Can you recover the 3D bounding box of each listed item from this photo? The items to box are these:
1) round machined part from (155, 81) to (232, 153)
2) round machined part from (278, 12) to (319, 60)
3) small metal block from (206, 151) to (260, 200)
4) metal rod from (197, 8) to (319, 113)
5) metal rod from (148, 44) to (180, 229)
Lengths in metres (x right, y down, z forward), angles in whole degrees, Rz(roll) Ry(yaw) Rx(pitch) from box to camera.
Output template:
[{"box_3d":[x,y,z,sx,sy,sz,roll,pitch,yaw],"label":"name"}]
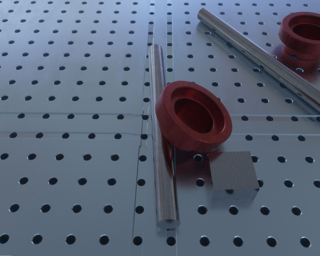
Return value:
[{"box_3d":[0.038,-0.010,0.389,0.099,0.042,0.098,18,45,-19],"label":"round machined part"},{"box_3d":[0.251,-0.153,0.527,0.099,0.042,0.098,0,50,0],"label":"round machined part"},{"box_3d":[0.083,0.055,0.362,0.050,0.025,0.050,-1,50,-1],"label":"small metal block"},{"box_3d":[0.161,-0.120,0.509,0.025,0.025,0.300,-26,55,-20],"label":"metal rod"},{"box_3d":[0.001,-0.014,0.419,0.025,0.025,0.300,-2,50,-2],"label":"metal rod"}]
